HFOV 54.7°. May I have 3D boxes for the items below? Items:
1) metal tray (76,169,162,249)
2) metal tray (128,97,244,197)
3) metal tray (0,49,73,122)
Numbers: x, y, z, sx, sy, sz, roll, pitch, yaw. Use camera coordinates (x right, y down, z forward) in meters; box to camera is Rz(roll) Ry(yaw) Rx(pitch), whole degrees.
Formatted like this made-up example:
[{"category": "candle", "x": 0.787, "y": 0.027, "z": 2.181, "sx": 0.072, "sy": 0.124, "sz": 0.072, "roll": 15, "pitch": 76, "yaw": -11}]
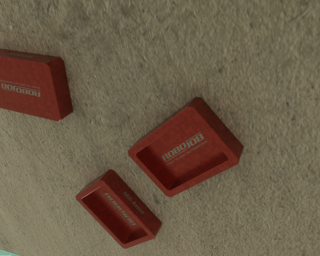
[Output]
[{"category": "metal tray", "x": -0.071, "y": 0.141, "z": 0.525, "sx": 0.130, "sy": 0.030, "sz": 0.090, "roll": 49, "pitch": 128, "yaw": -7}, {"category": "metal tray", "x": 0.029, "y": 0.030, "z": 0.405, "sx": 0.090, "sy": 0.030, "sz": 0.129, "roll": 48, "pitch": 128, "yaw": -7}, {"category": "metal tray", "x": -0.199, "y": -0.066, "z": 0.465, "sx": 0.130, "sy": 0.030, "sz": 0.089, "roll": 12, "pitch": 124, "yaw": 21}]
